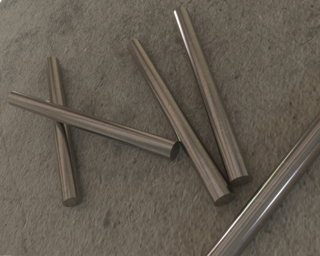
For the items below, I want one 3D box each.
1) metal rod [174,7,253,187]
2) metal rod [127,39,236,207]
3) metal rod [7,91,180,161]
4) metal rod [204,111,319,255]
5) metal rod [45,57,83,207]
[{"bbox_3d":[0.060,-0.064,0.410,0.025,0.025,0.299,-22,53,14],"label":"metal rod"},{"bbox_3d":[0.013,-0.030,0.414,0.025,0.025,0.300,-33,52,7],"label":"metal rod"},{"bbox_3d":[-0.111,-0.010,0.443,0.301,0.025,0.025,17,70,26],"label":"metal rod"},{"bbox_3d":[0.138,0.033,0.311,0.300,0.025,0.025,-49,52,-7],"label":"metal rod"},{"bbox_3d":[-0.158,-0.014,0.492,0.025,0.025,0.299,-29,52,9],"label":"metal rod"}]
